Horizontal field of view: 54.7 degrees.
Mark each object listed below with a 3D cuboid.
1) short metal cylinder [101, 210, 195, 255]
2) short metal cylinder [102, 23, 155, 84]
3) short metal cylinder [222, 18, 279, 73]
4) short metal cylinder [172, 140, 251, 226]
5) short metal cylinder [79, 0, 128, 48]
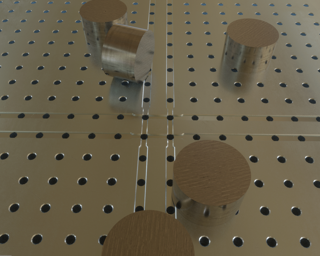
[{"bbox_3d":[-0.010,0.124,0.287,0.081,0.050,0.080,0,50,0],"label":"short metal cylinder"},{"bbox_3d":[-0.046,-0.111,0.465,0.050,0.080,0.080,16,52,13],"label":"short metal cylinder"},{"bbox_3d":[0.146,-0.135,0.506,0.081,0.050,0.080,0,50,0],"label":"short metal cylinder"},{"bbox_3d":[0.054,0.060,0.341,0.081,0.050,0.080,0,50,0],"label":"short metal cylinder"},{"bbox_3d":[-0.096,-0.186,0.547,0.081,0.050,0.080,0,50,0],"label":"short metal cylinder"}]
